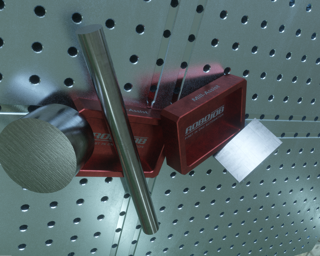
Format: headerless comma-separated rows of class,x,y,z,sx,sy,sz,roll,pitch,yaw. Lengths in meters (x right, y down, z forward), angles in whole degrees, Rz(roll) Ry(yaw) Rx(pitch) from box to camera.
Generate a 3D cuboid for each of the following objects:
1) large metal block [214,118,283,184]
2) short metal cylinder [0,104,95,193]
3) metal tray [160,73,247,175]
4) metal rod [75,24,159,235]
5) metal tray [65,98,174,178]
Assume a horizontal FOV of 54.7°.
large metal block,0.132,0.038,0.468,0.080,0.050,0.080,-44,160,2
short metal cylinder,-0.115,0.020,0.321,0.080,0.050,0.079,3,110,8
metal tray,0.063,-0.008,0.413,0.131,0.030,0.089,-31,131,-30
metal rod,-0.039,0.028,0.368,0.025,0.025,0.298,-23,127,-15
metal tray,-0.051,0.017,0.390,0.131,0.030,0.089,7,115,-32
